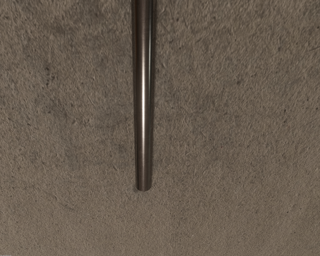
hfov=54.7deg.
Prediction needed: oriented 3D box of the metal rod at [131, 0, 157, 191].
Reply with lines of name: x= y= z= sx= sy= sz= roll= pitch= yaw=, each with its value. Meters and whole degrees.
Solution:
metal rod: x=-0.020 y=-0.024 z=0.385 sx=0.025 sy=0.025 sz=0.298 roll=1 pitch=130 yaw=-2
